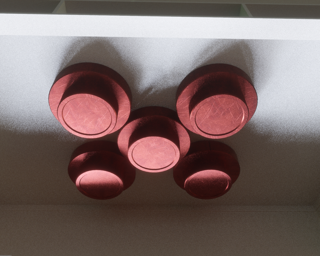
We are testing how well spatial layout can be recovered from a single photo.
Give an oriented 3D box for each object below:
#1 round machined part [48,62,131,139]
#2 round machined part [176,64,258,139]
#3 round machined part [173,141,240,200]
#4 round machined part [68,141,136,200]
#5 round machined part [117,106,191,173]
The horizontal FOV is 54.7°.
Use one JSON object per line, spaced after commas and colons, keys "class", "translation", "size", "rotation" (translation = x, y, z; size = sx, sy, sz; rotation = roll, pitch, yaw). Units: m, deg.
{"class": "round machined part", "translation": [-0.084, -0.026, 0.373], "size": [0.099, 0.042, 0.097], "rotation": [-1, 130, 0]}
{"class": "round machined part", "translation": [0.069, -0.025, 0.376], "size": [0.099, 0.042, 0.097], "rotation": [-1, 130, 0]}
{"class": "round machined part", "translation": [0.069, 0.068, 0.455], "size": [0.099, 0.042, 0.097], "rotation": [-1, 130, 0]}
{"class": "round machined part", "translation": [-0.085, 0.068, 0.453], "size": [0.099, 0.042, 0.097], "rotation": [-1, 130, 0]}
{"class": "round machined part", "translation": [-0.008, 0.022, 0.414], "size": [0.099, 0.042, 0.097], "rotation": [-1, 130, 0]}
